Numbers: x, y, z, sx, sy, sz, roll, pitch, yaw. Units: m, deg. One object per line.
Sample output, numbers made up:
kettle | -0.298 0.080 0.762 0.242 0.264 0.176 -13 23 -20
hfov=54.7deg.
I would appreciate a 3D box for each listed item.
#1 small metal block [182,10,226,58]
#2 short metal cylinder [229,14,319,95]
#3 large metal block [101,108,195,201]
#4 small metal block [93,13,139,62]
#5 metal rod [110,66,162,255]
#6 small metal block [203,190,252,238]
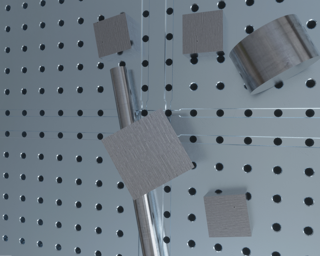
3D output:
small metal block | 0.056 -0.118 0.392 0.050 0.025 0.050 0 90 19
short metal cylinder | 0.124 -0.078 0.339 0.080 0.080 0.050 -29 81 17
large metal block | -0.015 0.031 0.386 0.080 0.050 0.080 -29 87 -3
small metal block | -0.061 -0.126 0.433 0.050 0.025 0.050 -11 86 19
metal rod | -0.030 0.064 0.422 0.025 0.025 0.298 -12 86 19
small metal block | 0.084 0.106 0.383 0.050 0.025 0.050 -9 87 19
